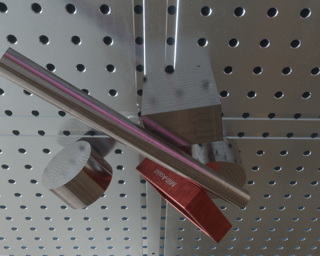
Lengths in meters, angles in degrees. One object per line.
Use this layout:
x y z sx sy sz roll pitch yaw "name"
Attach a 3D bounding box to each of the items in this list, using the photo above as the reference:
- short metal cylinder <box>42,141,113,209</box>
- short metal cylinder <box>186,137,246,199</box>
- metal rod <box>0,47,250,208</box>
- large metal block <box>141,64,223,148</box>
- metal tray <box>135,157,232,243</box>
-0.114 0.064 0.428 0.080 0.080 0.050 -23 127 18 "short metal cylinder"
0.078 0.057 0.445 0.081 0.050 0.079 0 130 0 "short metal cylinder"
-0.015 0.016 0.319 0.301 0.025 0.025 32 123 -25 "metal rod"
0.025 -0.025 0.355 0.080 0.080 0.050 -8 130 6 "large metal block"
0.029 0.094 0.429 0.030 0.130 0.090 -46 125 -12 "metal tray"
